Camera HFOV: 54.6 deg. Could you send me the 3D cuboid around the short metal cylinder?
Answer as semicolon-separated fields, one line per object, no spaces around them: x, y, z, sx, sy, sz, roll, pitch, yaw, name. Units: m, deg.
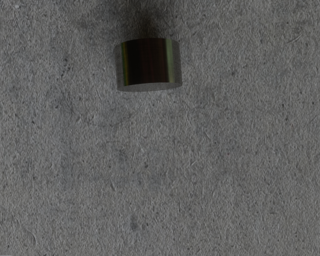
-0.014;-0.075;0.382;0.080;0.080;0.050;-4;90;0;short metal cylinder
